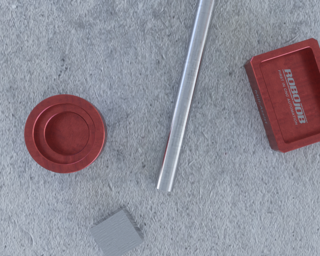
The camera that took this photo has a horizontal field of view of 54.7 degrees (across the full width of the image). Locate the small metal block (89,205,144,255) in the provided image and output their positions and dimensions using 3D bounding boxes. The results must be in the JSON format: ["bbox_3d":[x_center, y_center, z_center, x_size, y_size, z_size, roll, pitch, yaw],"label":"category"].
[{"bbox_3d":[-0.056,0.139,0.409,0.050,0.025,0.050,-32,90,-1],"label":"small metal block"}]

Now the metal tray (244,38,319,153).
[{"bbox_3d":[0.177,-0.042,0.409,0.090,0.030,0.129,-18,90,-1],"label":"metal tray"}]

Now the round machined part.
[{"bbox_3d":[-0.117,0.007,0.400,0.099,0.042,0.097,0,90,-1],"label":"round machined part"}]

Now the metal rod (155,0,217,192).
[{"bbox_3d":[0.039,-0.065,0.410,0.025,0.025,0.298,13,90,-1],"label":"metal rod"}]
